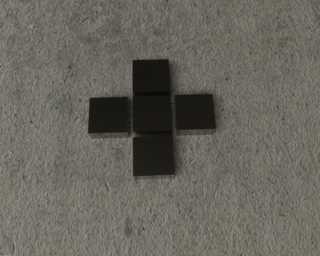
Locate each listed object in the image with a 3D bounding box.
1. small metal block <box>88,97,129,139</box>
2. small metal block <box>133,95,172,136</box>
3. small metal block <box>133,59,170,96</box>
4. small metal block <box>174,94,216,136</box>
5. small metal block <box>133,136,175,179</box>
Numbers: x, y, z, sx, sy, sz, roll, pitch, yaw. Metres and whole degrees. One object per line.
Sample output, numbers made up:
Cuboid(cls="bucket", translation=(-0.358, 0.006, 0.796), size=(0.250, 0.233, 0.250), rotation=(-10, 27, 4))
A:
Cuboid(cls="small metal block", translation=(-0.067, -0.013, 0.413), size=(0.050, 0.025, 0.050), rotation=(-2, 70, -1))
Cuboid(cls="small metal block", translation=(-0.010, -0.015, 0.415), size=(0.050, 0.025, 0.050), rotation=(-2, 70, -1))
Cuboid(cls="small metal block", translation=(-0.012, -0.068, 0.434), size=(0.050, 0.025, 0.050), rotation=(-2, 70, -1))
Cuboid(cls="small metal block", translation=(0.046, -0.017, 0.416), size=(0.050, 0.025, 0.050), rotation=(-2, 70, -1))
Cuboid(cls="small metal block", translation=(-0.008, 0.038, 0.395), size=(0.050, 0.025, 0.050), rotation=(-2, 70, -1))
